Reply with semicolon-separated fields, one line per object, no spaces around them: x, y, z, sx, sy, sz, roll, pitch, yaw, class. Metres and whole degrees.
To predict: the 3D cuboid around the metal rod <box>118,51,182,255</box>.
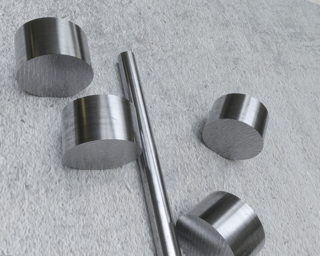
-0.015;0.031;0.376;0.025;0.025;0.299;0;62;-28;metal rod

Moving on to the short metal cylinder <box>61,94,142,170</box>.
-0.063;0.007;0.330;0.081;0.080;0.050;3;61;-27;short metal cylinder

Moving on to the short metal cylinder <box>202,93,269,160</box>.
0.104;-0.001;0.425;0.080;0.080;0.050;32;52;-7;short metal cylinder

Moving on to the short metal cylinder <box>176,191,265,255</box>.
0.063;0.115;0.332;0.050;0.080;0.080;-27;77;-37;short metal cylinder

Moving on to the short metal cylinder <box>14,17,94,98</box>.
-0.120;-0.077;0.351;0.081;0.080;0.050;-1;63;-29;short metal cylinder
